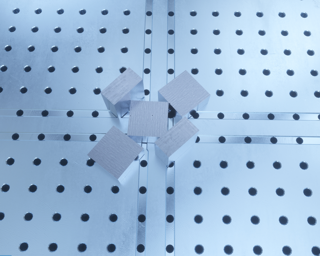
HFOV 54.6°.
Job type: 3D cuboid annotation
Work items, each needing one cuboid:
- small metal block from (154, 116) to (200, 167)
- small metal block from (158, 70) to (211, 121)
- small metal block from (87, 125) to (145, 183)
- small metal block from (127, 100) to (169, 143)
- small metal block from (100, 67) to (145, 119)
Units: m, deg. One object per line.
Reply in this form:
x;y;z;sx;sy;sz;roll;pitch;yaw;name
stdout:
0.020;0.018;0.392;0.050;0.050;0.025;-40;75;-13;small metal block
0.033;-0.043;0.428;0.050;0.025;0.050;-38;75;-12;small metal block
-0.056;0.034;0.399;0.050;0.025;0.050;36;73;12;small metal block
-0.015;-0.008;0.414;0.050;0.025;0.050;3;69;2;small metal block
-0.048;-0.045;0.414;0.025;0.050;0.050;42;76;13;small metal block
